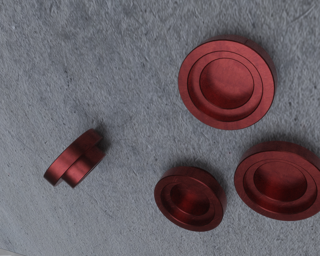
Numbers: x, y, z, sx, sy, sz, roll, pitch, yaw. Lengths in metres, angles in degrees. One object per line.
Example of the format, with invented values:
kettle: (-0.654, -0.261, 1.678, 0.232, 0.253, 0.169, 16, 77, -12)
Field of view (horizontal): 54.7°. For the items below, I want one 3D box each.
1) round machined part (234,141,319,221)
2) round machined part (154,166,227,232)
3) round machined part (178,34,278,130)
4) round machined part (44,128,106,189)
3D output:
round machined part: (0.139, 0.056, 0.357, 0.098, 0.042, 0.097, 13, 124, 21)
round machined part: (0.045, 0.093, 0.429, 0.098, 0.042, 0.097, 13, 124, 21)
round machined part: (0.072, -0.050, 0.327, 0.098, 0.042, 0.097, 13, 124, 21)
round machined part: (-0.117, 0.050, 0.453, 0.042, 0.098, 0.098, 43, 129, -2)
